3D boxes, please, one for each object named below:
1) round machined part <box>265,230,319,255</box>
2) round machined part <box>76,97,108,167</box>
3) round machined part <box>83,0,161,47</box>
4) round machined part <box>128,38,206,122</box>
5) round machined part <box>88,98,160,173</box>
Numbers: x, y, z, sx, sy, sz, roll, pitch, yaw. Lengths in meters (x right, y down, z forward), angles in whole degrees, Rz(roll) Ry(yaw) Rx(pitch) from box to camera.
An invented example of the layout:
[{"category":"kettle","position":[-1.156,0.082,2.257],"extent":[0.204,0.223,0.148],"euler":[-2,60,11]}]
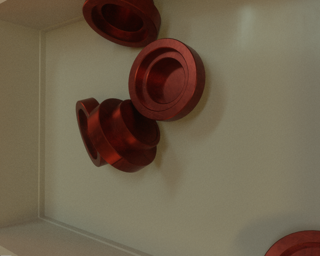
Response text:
[{"category":"round machined part","position":[0.137,0.142,0.262],"extent":[0.098,0.042,0.098],"euler":[-16,49,19]},{"category":"round machined part","position":[-0.084,0.003,0.445],"extent":[0.098,0.042,0.097],"euler":[44,143,46]},{"category":"round machined part","position":[-0.045,-0.151,0.401],"extent":[0.098,0.098,0.042],"euler":[1,68,39]},{"category":"round machined part","position":[0.012,-0.056,0.380],"extent":[0.098,0.042,0.097],"euler":[-3,85,35]},{"category":"round machined part","position":[-0.038,0.003,0.389],"extent":[0.042,0.099,0.098],"euler":[-35,69,29]}]
